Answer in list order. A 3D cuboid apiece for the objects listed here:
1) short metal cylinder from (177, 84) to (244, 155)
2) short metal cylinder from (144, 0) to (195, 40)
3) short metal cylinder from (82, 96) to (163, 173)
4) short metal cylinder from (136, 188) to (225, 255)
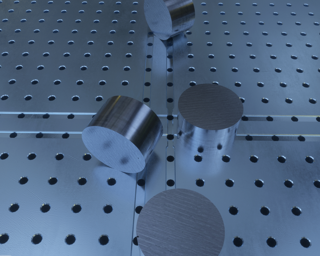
[{"bbox_3d":[0.063,-0.012,0.402,0.081,0.050,0.080,0,50,0],"label":"short metal cylinder"},{"bbox_3d":[0.016,-0.201,0.541,0.050,0.080,0.080,-31,57,-23],"label":"short metal cylinder"},{"bbox_3d":[-0.043,0.009,0.364,0.080,0.080,0.050,18,53,15],"label":"short metal cylinder"},{"bbox_3d":[0.019,0.107,0.301,0.081,0.050,0.080,0,51,0],"label":"short metal cylinder"}]
